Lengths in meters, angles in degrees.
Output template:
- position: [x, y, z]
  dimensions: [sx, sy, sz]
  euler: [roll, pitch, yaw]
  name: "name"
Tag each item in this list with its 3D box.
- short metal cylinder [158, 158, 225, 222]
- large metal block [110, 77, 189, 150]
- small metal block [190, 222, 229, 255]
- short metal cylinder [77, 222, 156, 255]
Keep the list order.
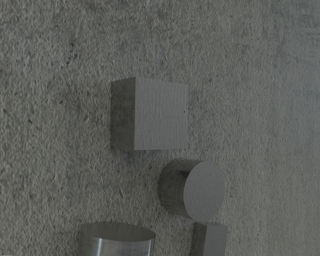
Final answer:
- position: [0.044, 0.083, 0.425]
  dimensions: [0.081, 0.050, 0.079]
  euler: [0, 90, -40]
  name: "short metal cylinder"
- position: [-0.012, -0.015, 0.378]
  dimensions: [0.081, 0.050, 0.080]
  euler: [2, 89, -40]
  name: "large metal block"
- position: [0.075, 0.170, 0.468]
  dimensions: [0.050, 0.025, 0.050]
  euler: [16, 80, -39]
  name: "small metal block"
- position: [-0.047, 0.135, 0.330]
  dimensions: [0.081, 0.080, 0.050]
  euler: [12, 83, -40]
  name: "short metal cylinder"
